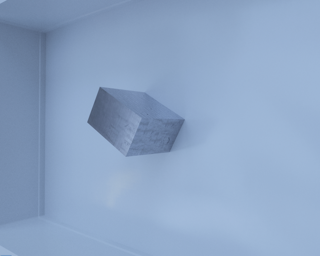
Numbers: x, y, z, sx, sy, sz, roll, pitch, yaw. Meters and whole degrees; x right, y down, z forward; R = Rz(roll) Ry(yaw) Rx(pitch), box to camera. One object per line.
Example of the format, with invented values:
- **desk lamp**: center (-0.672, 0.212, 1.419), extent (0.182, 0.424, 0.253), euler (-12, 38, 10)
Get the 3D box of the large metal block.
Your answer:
- **large metal block**: center (-0.030, -0.009, 0.394), extent (0.080, 0.081, 0.050), euler (36, 112, 33)
